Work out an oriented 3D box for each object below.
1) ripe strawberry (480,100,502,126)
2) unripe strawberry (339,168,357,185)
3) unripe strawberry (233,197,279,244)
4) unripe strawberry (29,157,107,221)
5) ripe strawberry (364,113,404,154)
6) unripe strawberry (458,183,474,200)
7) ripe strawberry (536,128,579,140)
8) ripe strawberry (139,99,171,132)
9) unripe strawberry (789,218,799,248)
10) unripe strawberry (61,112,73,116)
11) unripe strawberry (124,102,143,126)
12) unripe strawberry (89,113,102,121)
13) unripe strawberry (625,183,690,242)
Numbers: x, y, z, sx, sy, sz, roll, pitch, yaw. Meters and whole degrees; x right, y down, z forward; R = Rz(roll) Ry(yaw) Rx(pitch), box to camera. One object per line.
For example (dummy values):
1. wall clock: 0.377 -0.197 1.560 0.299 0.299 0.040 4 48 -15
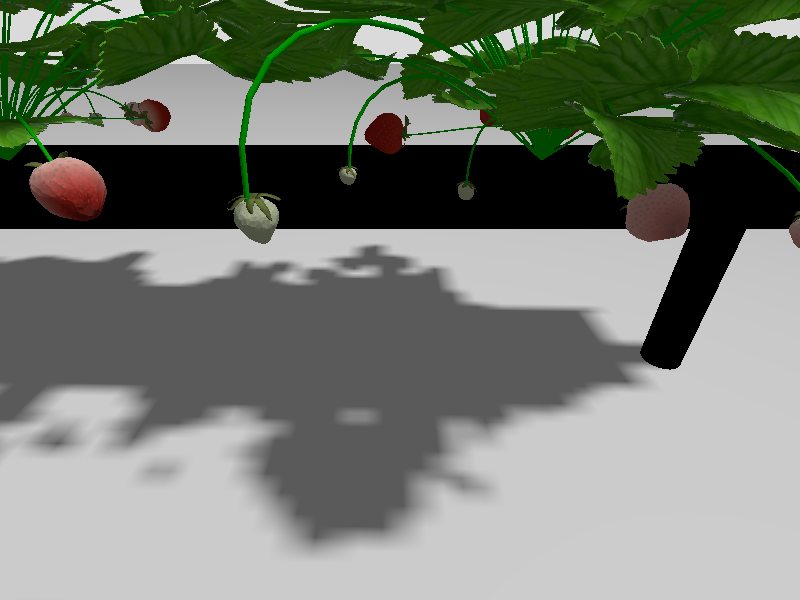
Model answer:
1. ripe strawberry: 0.112 -0.222 0.471 0.038 0.033 0.038 -1 31 -2
2. unripe strawberry: -0.030 -0.071 0.229 0.010 0.010 0.009 -23 39 -32
3. unripe strawberry: -0.066 -0.036 0.186 0.021 0.022 0.020 -26 41 -35
4. unripe strawberry: -0.172 -0.056 0.211 0.032 0.034 0.033 -31 -22 -39
5. ripe strawberry: -0.014 -0.144 0.348 0.034 0.033 0.037 4 32 8
6. unripe strawberry: 0.040 -0.066 0.243 0.011 0.010 0.010 21 38 30
7. ripe strawberry: 0.156 -0.180 0.394 0.051 0.045 0.046 13 34 20
8. ripe strawberry: -0.270 -0.204 0.444 0.029 0.033 0.032 13 34 20
9. unripe strawberry: 0.185 -0.029 0.176 0.018 0.020 0.021 -11 -1 -16
10. unripe strawberry: -0.391 -0.216 0.471 0.011 0.010 0.010 -11 34 -17
11. unripe strawberry: -0.320 -0.227 0.489 0.025 0.026 0.027 2 14 3
12. unripe strawberry: -0.349 -0.208 0.461 0.013 0.013 0.011 -4 32 -6
13. unripe strawberry: 0.122 -0.039 0.187 0.026 0.028 0.029 0 35 -1
